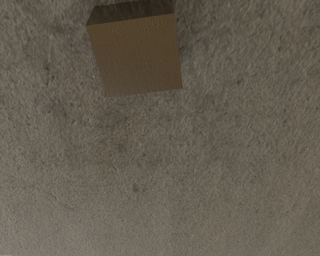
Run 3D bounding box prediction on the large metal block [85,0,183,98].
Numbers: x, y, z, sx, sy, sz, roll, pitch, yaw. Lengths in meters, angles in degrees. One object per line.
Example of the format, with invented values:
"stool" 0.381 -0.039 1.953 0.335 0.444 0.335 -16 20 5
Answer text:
"large metal block" -0.022 -0.083 0.320 0.080 0.050 0.080 -7 130 5
